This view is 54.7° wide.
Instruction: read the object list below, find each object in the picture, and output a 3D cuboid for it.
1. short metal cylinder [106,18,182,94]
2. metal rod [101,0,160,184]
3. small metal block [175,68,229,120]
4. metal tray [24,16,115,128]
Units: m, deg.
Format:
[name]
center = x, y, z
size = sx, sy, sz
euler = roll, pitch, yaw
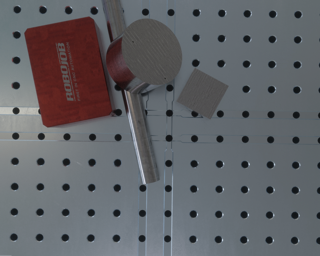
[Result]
[short metal cylinder]
center = -0.020, -0.087, 0.384
size = 0.081, 0.050, 0.080
euler = 4, 82, -29
[metal rod]
center = -0.044, -0.074, 0.412
size = 0.025, 0.025, 0.298
euler = -12, 90, 0
[small metal block]
center = 0.055, -0.045, 0.414
size = 0.050, 0.025, 0.050
euler = 28, 90, 0
[metal tray]
center = -0.117, -0.072, 0.410
size = 0.091, 0.030, 0.129
euler = -11, 90, 0
